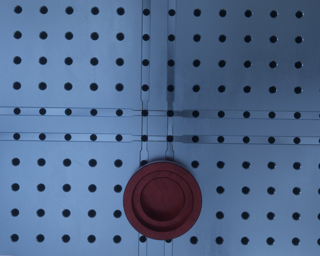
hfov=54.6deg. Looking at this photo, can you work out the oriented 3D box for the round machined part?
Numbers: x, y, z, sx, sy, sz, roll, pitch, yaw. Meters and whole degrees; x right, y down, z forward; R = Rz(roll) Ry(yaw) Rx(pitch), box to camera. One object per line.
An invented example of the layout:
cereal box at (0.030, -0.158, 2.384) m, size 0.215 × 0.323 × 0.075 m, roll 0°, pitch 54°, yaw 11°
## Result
round machined part at (0.003, 0.091, 0.405) m, size 0.099 × 0.042 × 0.097 m, roll 0°, pitch 90°, yaw 0°
